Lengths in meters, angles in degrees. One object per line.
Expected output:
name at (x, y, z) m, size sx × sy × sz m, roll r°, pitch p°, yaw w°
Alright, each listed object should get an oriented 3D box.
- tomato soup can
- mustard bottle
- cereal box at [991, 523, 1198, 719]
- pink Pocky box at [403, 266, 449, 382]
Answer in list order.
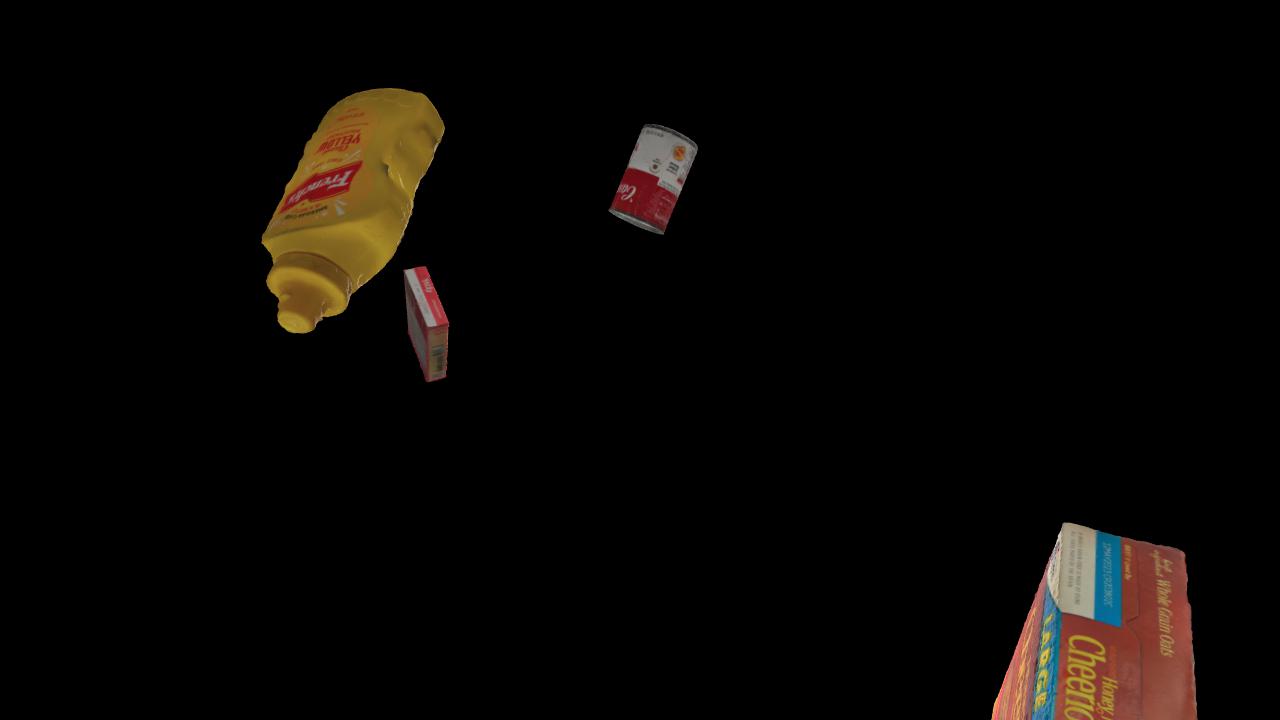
tomato soup can at (0.015, -0.198, 0.678) m, size 0.068 × 0.101 × 0.068 m, roll 23°, pitch 6°, yaw -3°
mustard bottle at (-0.184, -0.093, 0.385) m, size 0.092 × 0.184 × 0.054 m, roll -4°, pitch -35°, yaw 10°
cereal box at (0.309, 0.292, 0.448) m, size 0.081 × 0.306 × 0.203 m, roll 10°, pitch 46°, yaw 30°
pink Pocky box at (-0.267, -0.040, 0.769) m, size 0.029 × 0.084 × 0.155 m, roll -18°, pitch -19°, yaw -26°
